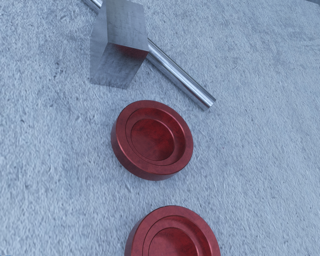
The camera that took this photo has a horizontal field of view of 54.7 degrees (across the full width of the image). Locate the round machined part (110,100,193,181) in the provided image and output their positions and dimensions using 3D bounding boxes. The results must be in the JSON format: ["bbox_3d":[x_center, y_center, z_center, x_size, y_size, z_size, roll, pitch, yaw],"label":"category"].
[{"bbox_3d":[-0.013,0.018,0.375,0.099,0.042,0.098,14,56,-21],"label":"round machined part"}]

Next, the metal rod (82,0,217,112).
[{"bbox_3d":[-0.035,-0.135,0.467,0.300,0.025,0.025,42,51,1],"label":"metal rod"}]

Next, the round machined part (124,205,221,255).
[{"bbox_3d":[0.010,0.133,0.317,0.099,0.042,0.098,14,56,-21],"label":"round machined part"}]

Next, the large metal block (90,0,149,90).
[{"bbox_3d":[-0.057,-0.109,0.404,0.050,0.080,0.080,7,59,-25],"label":"large metal block"}]
